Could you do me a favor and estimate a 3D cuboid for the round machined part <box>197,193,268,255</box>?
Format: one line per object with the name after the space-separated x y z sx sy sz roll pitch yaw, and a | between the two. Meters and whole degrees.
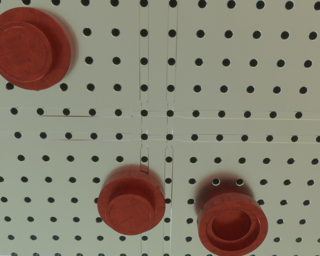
0.103 0.137 0.455 0.099 0.042 0.097 0 110 0 | round machined part

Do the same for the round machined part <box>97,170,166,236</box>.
-0.041 0.114 0.446 0.099 0.042 0.097 0 110 0 | round machined part

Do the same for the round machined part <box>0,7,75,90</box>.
-0.156 -0.092 0.369 0.099 0.042 0.097 0 110 0 | round machined part
